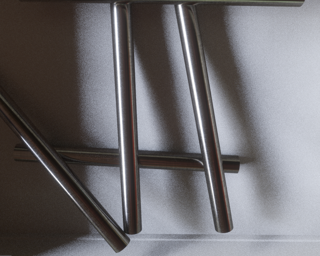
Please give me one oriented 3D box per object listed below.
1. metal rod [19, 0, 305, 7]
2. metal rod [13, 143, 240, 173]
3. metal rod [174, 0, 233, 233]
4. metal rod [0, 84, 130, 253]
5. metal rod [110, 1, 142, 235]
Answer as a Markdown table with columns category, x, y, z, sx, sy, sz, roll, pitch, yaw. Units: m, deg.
| category | x | y | z | sx | sy | sz | roll | pitch | yaw |
| --- | --- | --- | --- | --- | --- | --- | --- | --- | --- |
| metal rod | 0.003 | -0.146 | 0.332 | 0.302 | 0.025 | 0.025 | 0 | 110 | -2 |
| metal rod | -0.043 | 0.042 | 0.426 | 0.302 | 0.025 | 0.025 | 3 | 110 | -2 |
| metal rod | 0.058 | -0.006 | 0.390 | 0.025 | 0.025 | 0.298 | -11 | 103 | 4 |
| metal rod | -0.141 | 0.040 | 0.397 | 0.025 | 0.025 | 0.300 | -37 | 96 | 12 |
| metal rod | -0.041 | -0.007 | 0.388 | 0.025 | 0.025 | 0.298 | -2 | 103 | 0 |
